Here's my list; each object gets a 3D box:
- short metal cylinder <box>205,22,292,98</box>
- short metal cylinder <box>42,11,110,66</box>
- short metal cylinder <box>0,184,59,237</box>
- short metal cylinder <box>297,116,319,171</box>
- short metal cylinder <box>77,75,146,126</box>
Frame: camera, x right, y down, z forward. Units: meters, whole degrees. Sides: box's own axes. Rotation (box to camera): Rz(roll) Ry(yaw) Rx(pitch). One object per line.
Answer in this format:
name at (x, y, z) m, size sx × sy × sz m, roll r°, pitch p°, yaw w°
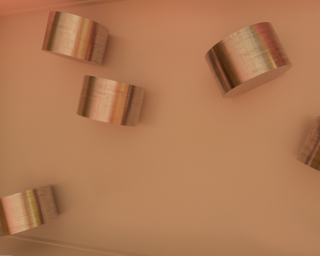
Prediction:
short metal cylinder at (0.097, -0.073, 0.347) m, size 0.080 × 0.080 × 0.050 m, roll -25°, pitch 82°, yaw 18°
short metal cylinder at (-0.114, -0.119, 0.422) m, size 0.080 × 0.080 × 0.050 m, roll 16°, pitch 95°, yaw 19°
short metal cylinder at (-0.194, 0.118, 0.450) m, size 0.080 × 0.080 × 0.050 m, roll -18°, pitch 84°, yaw 19°
short metal cylinder at (0.189, 0.026, 0.314) m, size 0.080 × 0.080 × 0.050 m, roll 25°, pitch 98°, yaw 18°
short metal cylinder at (-0.063, -0.035, 0.404) m, size 0.080 × 0.080 × 0.050 m, roll 14°, pitch 95°, yaw 19°
